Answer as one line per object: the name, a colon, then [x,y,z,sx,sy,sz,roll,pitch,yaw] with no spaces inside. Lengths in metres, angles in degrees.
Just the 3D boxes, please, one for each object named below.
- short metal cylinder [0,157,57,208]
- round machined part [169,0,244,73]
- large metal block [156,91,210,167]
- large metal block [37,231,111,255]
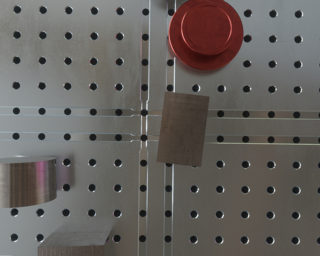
short metal cylinder: [-0.171,0.064,0.384,0.081,0.080,0.050,-1,90,0]
round machined part: [0.061,-0.125,0.405,0.099,0.042,0.097,0,90,0]
large metal block: [0.026,0.001,0.386,0.050,0.080,0.080,7,90,0]
large metal block: [-0.107,0.183,0.400,0.081,0.050,0.080,-2,90,0]
